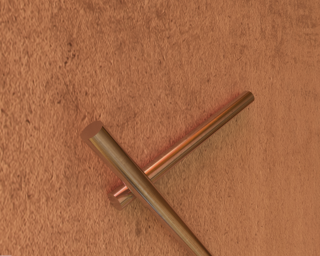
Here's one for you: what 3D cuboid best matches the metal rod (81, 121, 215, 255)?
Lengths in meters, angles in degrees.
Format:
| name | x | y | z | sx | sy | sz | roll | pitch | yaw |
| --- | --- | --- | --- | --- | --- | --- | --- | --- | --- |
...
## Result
| name | x | y | z | sx | sy | sz | roll | pitch | yaw |
| --- | --- | --- | --- | --- | --- | --- | --- | --- | --- |
| metal rod | 0.004 | 0.102 | 0.383 | 0.025 | 0.025 | 0.299 | -55 | 130 | -26 |

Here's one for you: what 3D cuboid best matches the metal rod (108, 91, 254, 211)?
| name | x | y | z | sx | sy | sz | roll | pitch | yaw |
| --- | --- | --- | --- | --- | --- | --- | --- | --- | --- |
| metal rod | 0.049 | 0.017 | 0.448 | 0.302 | 0.025 | 0.025 | -34 | 112 | -35 |
